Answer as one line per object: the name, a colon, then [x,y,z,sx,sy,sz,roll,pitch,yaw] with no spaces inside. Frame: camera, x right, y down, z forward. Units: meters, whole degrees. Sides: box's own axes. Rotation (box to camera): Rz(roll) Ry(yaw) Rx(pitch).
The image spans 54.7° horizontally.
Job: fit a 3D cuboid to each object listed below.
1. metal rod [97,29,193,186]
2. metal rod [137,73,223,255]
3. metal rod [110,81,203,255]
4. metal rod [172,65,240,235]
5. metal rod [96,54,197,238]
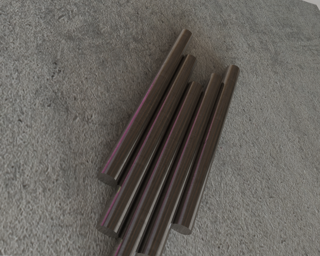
metal rod: [-0.007,-0.050,0.433,0.025,0.025,0.301,32,52,-8]
metal rod: [0.038,0.028,0.410,0.025,0.025,0.301,32,52,-8]
metal rod: [0.003,0.045,0.381,0.025,0.025,0.301,32,51,-8]
metal rod: [0.075,0.008,0.442,0.025,0.025,0.301,32,52,-8]
metal rod: [-0.003,-0.002,0.406,0.025,0.025,0.301,32,51,-8]
